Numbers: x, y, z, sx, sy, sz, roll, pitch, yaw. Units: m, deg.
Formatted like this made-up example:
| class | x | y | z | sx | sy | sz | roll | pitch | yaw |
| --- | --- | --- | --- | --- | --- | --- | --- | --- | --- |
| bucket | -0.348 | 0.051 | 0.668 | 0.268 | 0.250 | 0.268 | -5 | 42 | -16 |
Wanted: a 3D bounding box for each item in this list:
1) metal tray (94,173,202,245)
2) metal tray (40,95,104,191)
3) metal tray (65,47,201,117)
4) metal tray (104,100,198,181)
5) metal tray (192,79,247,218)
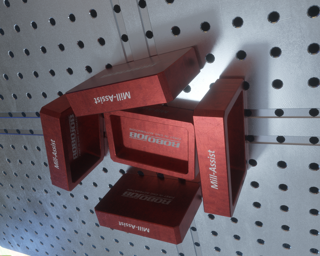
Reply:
| class | x | y | z | sx | sy | sz | roll | pitch | yaw |
| --- | --- | --- | --- | --- | --- | --- | --- | --- | --- |
| metal tray | -0.015 | 0.110 | 0.446 | 0.130 | 0.090 | 0.030 | 4 | 120 | 26 |
| metal tray | -0.119 | 0.013 | 0.441 | 0.030 | 0.090 | 0.129 | 17 | 125 | 19 |
| metal tray | -0.030 | -0.052 | 0.353 | 0.130 | 0.090 | 0.030 | -6 | 115 | 31 |
| metal tray | -0.009 | 0.015 | 0.421 | 0.130 | 0.030 | 0.089 | 11 | 123 | 22 |
| metal tray | 0.071 | 0.021 | 0.344 | 0.030 | 0.090 | 0.129 | 4 | 120 | 26 |
